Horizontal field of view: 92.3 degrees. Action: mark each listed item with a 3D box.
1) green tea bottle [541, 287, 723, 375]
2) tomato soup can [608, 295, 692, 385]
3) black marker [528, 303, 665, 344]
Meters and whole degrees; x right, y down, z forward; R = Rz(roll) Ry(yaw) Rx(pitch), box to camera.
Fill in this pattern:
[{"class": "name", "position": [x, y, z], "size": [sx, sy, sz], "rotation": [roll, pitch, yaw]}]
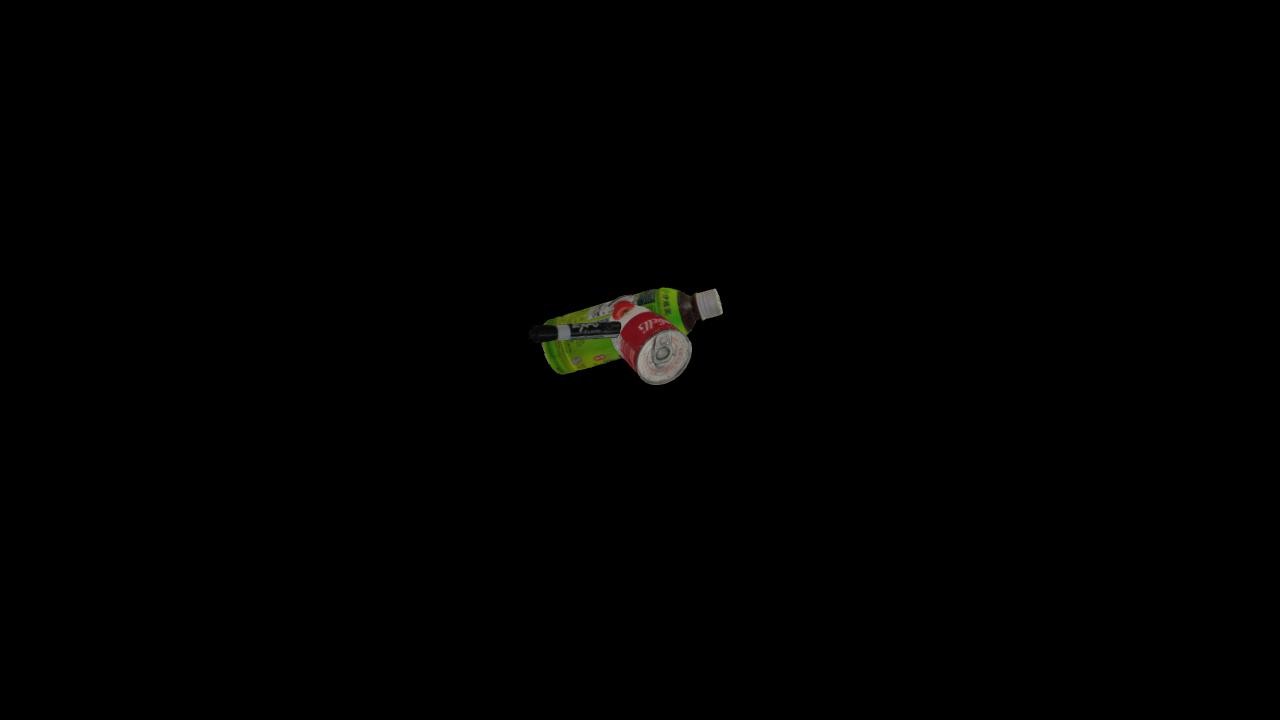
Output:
[{"class": "green tea bottle", "position": [-0.009, -0.040, 0.720], "size": [0.212, 0.073, 0.073], "rotation": [-15, -4, 16]}, {"class": "tomato soup can", "position": [0.004, -0.025, 0.694], "size": [0.068, 0.068, 0.101], "rotation": [0, 27, -30]}, {"class": "black marker", "position": [-0.062, -0.031, 0.659], "size": [0.121, 0.020, 0.020], "rotation": [-5, 3, -33]}]
